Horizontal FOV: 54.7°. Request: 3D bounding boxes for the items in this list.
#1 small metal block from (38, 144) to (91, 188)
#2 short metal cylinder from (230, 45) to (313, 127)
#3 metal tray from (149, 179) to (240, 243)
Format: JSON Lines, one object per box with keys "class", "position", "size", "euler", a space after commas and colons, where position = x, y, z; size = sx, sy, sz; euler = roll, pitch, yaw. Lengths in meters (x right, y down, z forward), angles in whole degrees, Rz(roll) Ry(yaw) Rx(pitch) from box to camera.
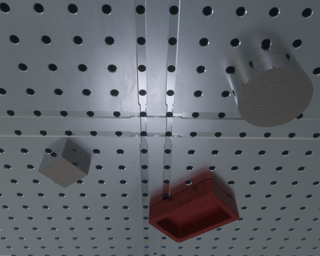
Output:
{"class": "small metal block", "position": [-0.141, 0.057, 0.459], "size": [0.050, 0.025, 0.050], "euler": [-30, 124, 23]}
{"class": "short metal cylinder", "position": [0.125, -0.047, 0.356], "size": [0.081, 0.050, 0.079], "euler": [0, 130, 0]}
{"class": "metal tray", "position": [0.057, 0.147, 0.533], "size": [0.130, 0.030, 0.090], "euler": [-31, 124, 23]}
